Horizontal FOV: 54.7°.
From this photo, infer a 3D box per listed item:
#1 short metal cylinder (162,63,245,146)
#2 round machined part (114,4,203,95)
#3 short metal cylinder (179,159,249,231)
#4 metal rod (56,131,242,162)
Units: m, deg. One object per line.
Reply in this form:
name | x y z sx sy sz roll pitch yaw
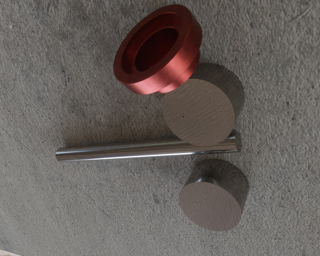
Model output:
short metal cylinder | 0.049 -0.026 0.347 0.080 0.050 0.079 13 124 20
round machined part | 0.002 -0.075 0.321 0.098 0.098 0.042 -16 142 34
short metal cylinder | 0.071 0.087 0.406 0.080 0.050 0.079 13 124 20
metal rod | -0.036 0.031 0.442 0.300 0.025 0.025 -6 115 30
